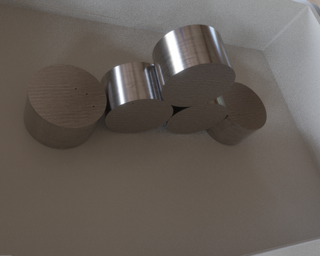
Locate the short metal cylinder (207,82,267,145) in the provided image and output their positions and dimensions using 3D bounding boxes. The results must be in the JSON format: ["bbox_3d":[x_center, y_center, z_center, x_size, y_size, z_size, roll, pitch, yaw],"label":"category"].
[{"bbox_3d":[0.109,-0.021,0.458,0.081,0.050,0.080,14,56,-21],"label":"short metal cylinder"}]

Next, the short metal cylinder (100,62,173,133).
[{"bbox_3d":[-0.029,-0.034,0.373,0.081,0.080,0.050,2,61,-28],"label":"short metal cylinder"}]

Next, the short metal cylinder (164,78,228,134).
[{"bbox_3d":[0.043,-0.032,0.411,0.081,0.080,0.050,2,61,-28],"label":"short metal cylinder"}]

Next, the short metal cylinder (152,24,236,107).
[{"bbox_3d":[0.036,-0.065,0.339,0.081,0.080,0.050,2,61,-28],"label":"short metal cylinder"}]

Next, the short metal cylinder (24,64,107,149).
[{"bbox_3d":[-0.106,-0.023,0.345,0.081,0.050,0.080,14,56,-21],"label":"short metal cylinder"}]
